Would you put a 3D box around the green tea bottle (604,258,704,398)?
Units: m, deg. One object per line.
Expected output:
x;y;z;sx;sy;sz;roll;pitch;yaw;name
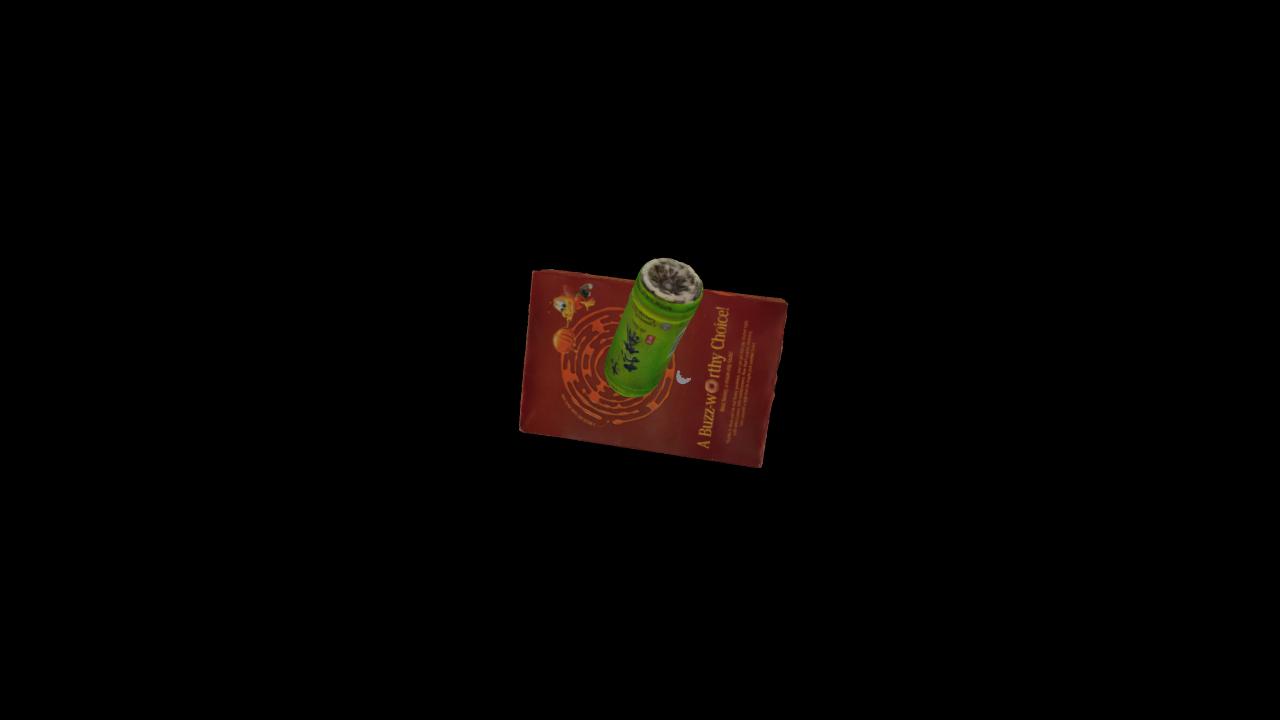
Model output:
0.004;-0.014;0.682;0.073;0.073;0.212;0;-41;-20;green tea bottle

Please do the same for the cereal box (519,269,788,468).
0.012;0.006;0.755;0.306;0.203;0.081;8;11;7;cereal box

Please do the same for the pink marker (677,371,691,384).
0.035;0.047;0.759;0.020;0.020;0.121;0;-31;-20;pink marker
